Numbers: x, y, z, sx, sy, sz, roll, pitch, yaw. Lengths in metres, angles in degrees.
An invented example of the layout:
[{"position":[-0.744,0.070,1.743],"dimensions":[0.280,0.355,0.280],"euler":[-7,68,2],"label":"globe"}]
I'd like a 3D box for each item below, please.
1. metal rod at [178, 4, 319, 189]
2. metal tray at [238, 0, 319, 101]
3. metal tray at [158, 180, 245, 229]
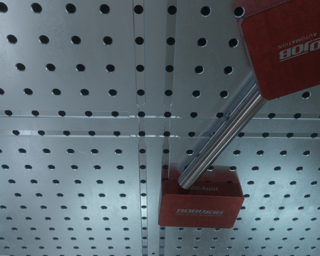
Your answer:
[{"position":[0.106,-0.016,0.399],"dimensions":[0.025,0.025,0.298],"euler":[21,127,-17],"label":"metal rod"},{"position":[0.156,-0.091,0.315],"dimensions":[0.130,0.030,0.090],"euler":[-18,109,14],"label":"metal tray"},{"position":[0.065,0.130,0.520],"dimensions":[0.131,0.030,0.089],"euler":[3,130,-3],"label":"metal tray"}]
